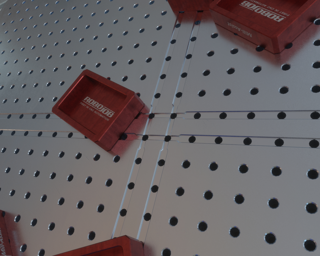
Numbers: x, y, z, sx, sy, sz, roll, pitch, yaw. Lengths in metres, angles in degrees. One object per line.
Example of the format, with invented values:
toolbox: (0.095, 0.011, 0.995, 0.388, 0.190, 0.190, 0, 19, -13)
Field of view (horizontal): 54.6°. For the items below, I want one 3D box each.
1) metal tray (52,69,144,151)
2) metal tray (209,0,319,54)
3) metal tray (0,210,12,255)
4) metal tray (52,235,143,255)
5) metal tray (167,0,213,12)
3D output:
metal tray: (-0.099, -0.032, 0.477, 0.130, 0.030, 0.090, 29, 77, 37)
metal tray: (0.144, -0.168, 0.432, 0.090, 0.030, 0.130, -43, 51, -2)
metal tray: (-0.253, 0.184, 0.427, 0.090, 0.030, 0.130, -40, 51, 1)
metal tray: (-0.079, 0.179, 0.337, 0.130, 0.030, 0.090, -21, 54, 16)
metal tray: (0.075, -0.257, 0.524, 0.090, 0.030, 0.130, 11, 67, 33)
